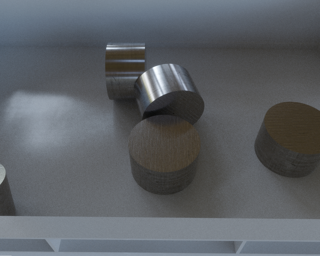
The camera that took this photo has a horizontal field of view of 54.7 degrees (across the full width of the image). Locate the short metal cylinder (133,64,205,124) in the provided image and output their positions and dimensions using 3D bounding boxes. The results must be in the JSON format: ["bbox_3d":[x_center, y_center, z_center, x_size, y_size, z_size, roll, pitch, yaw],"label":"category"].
[{"bbox_3d":[0.010,-0.035,0.399,0.081,0.080,0.050,-12,51,-10],"label":"short metal cylinder"}]

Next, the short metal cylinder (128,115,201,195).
[{"bbox_3d":[0.005,0.031,0.363,0.081,0.050,0.080,0,50,0],"label":"short metal cylinder"}]

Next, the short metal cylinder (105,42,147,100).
[{"bbox_3d":[-0.045,-0.079,0.436,0.050,0.080,0.080,0,50,-1],"label":"short metal cylinder"}]

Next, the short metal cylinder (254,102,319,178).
[{"bbox_3d":[0.163,0.014,0.380,0.081,0.050,0.080,0,50,0],"label":"short metal cylinder"}]

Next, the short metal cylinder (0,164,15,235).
[{"bbox_3d":[-0.192,0.074,0.307,0.081,0.050,0.080,1,27,0],"label":"short metal cylinder"}]
